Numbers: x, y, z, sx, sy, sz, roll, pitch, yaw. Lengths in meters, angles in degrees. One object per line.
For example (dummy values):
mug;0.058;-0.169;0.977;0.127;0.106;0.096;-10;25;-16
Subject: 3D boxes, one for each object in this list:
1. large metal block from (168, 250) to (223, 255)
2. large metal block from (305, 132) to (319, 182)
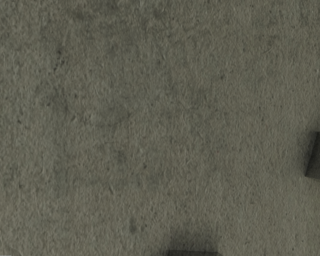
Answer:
large metal block;0.050;0.215;0.416;0.081;0.050;0.080;12;86;-20
large metal block;0.298;0.057;0.508;0.080;0.050;0.080;21;83;-19
